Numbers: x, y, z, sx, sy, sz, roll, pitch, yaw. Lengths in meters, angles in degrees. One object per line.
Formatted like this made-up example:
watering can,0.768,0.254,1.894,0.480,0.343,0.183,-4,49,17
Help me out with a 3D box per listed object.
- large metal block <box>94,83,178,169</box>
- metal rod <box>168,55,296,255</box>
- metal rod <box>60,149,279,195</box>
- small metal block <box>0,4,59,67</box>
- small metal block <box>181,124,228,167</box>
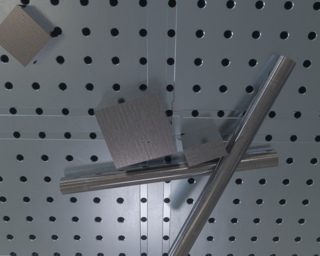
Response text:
large metal block,-0.028,-0.003,0.399,0.080,0.050,0.080,-16,110,5
metal rod,0.090,0.047,0.406,0.025,0.025,0.299,26,98,-9
metal rod,0.011,0.062,0.436,0.302,0.025,0.025,-8,110,2
small metal block,-0.161,-0.110,0.371,0.050,0.025,0.050,-42,105,14
small metal block,0.057,0.022,0.409,0.050,0.050,0.025,-18,109,6
